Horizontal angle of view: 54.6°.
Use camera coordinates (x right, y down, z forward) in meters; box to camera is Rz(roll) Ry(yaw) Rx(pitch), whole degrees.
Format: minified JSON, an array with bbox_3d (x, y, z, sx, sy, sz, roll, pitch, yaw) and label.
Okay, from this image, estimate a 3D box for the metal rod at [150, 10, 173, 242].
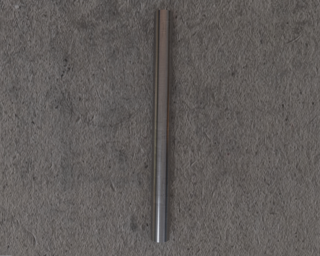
[{"bbox_3d":[0.002,-0.003,0.409,0.025,0.025,0.298,1,90,0],"label":"metal rod"}]
